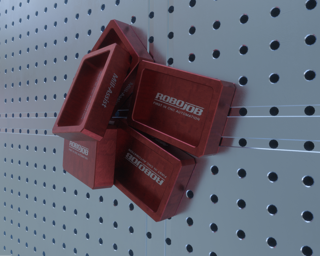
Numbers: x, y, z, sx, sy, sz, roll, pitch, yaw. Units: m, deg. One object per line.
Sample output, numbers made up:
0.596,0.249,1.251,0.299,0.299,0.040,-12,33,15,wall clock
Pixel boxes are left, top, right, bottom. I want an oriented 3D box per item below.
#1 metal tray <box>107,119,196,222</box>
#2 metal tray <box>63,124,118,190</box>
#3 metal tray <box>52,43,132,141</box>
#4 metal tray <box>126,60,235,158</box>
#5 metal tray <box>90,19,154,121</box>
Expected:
-0.023,0.053,0.425,0.130,0.030,0.089,32,110,35,metal tray
-0.112,0.033,0.478,0.130,0.030,0.089,12,99,54,metal tray
-0.094,-0.047,0.429,0.090,0.030,0.130,-2,64,47,metal tray
0.020,-0.028,0.389,0.130,0.030,0.089,23,105,37,metal tray
-0.075,-0.084,0.469,0.129,0.030,0.090,-47,61,30,metal tray
